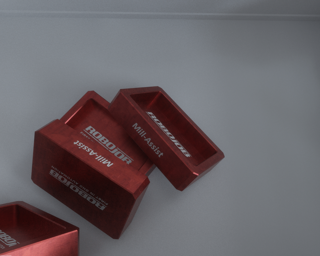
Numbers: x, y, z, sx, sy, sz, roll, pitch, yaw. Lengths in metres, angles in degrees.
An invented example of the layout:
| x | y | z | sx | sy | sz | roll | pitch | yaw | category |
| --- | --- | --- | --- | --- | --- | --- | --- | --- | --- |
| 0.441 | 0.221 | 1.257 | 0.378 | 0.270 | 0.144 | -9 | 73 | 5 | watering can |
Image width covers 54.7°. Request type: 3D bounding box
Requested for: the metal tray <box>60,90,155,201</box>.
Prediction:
| x | y | z | sx | sy | sz | roll | pitch | yaw | category |
| --- | --- | --- | --- | --- | --- | --- | --- | --- | --- |
| -0.069 | 0.023 | 0.397 | 0.130 | 0.030 | 0.090 | 37 | 74 | 12 | metal tray |

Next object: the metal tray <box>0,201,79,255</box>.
| x | y | z | sx | sy | sz | roll | pitch | yaw | category |
| --- | --- | --- | --- | --- | --- | --- | --- | --- | --- |
| -0.152 | 0.107 | 0.301 | 0.130 | 0.091 | 0.030 | 4 | 95 | 42 | metal tray |

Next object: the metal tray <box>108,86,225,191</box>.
| x | y | z | sx | sy | sz | roll | pitch | yaw | category |
| --- | --- | --- | --- | --- | --- | --- | --- | --- | --- |
| 0.010 | 0.006 | 0.374 | 0.130 | 0.091 | 0.030 | 48 | 119 | 15 | metal tray |

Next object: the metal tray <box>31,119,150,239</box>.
| x | y | z | sx | sy | sz | roll | pitch | yaw | category |
| --- | --- | --- | --- | --- | --- | --- | --- | --- | --- |
| -0.084 | 0.059 | 0.352 | 0.130 | 0.089 | 0.030 | 31 | 39 | 10 | metal tray |
